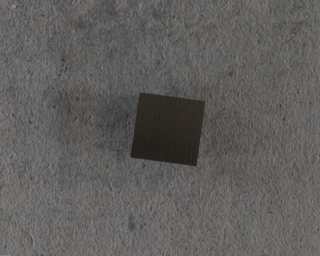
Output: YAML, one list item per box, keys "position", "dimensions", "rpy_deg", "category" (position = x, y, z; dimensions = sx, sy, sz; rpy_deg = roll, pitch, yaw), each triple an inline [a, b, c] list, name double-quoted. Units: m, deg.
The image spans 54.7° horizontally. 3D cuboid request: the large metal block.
- position: [0.010, 0.001, 0.399]
  dimensions: [0.081, 0.050, 0.080]
  rpy_deg: [8, 90, -1]
  category: "large metal block"
